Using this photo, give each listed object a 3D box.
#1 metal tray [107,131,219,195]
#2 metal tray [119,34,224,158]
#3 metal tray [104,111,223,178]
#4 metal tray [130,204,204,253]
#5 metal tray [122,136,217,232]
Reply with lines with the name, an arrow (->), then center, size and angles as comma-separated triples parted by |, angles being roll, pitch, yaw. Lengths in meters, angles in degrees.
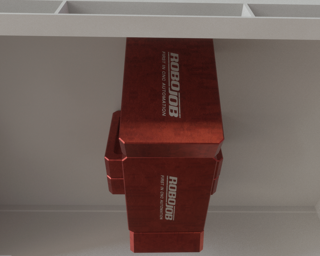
metal tray -> 0.003, 0.041, 0.400 | 0.131, 0.090, 0.030 | 1, 130, -1
metal tray -> 0.010, -0.036, 0.307 | 0.091, 0.130, 0.030 | 1, 150, -1
metal tray -> 0.004, 0.018, 0.380 | 0.131, 0.090, 0.030 | 1, 130, -1
metal tray -> 0.008, 0.119, 0.438 | 0.091, 0.130, 0.030 | 0, 109, -1
metal tray -> 0.008, 0.067, 0.342 | 0.091, 0.030, 0.129 | 0, 130, -1
